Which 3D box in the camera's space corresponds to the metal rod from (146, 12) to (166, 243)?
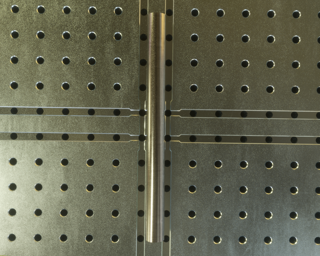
[{"bbox_3d":[-0.006,-0.001,0.413,0.025,0.025,0.298,0,90,-1],"label":"metal rod"}]
